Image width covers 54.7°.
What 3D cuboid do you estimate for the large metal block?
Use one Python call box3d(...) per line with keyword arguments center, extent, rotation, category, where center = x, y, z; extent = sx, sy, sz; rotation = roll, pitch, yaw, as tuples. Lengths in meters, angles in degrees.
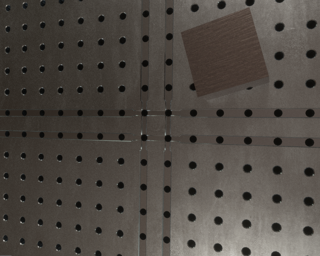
box3d(center=(0.079, -0.084, 0.371), extent=(0.080, 0.050, 0.080), rotation=(-15, 85, 19), category="large metal block")
